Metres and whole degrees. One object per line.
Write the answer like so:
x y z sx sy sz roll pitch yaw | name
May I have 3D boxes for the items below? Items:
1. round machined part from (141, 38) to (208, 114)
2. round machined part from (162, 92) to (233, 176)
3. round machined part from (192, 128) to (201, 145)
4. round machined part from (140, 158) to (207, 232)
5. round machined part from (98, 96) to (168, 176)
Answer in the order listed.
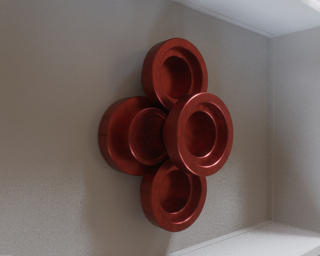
0.015 -0.065 0.407 0.099 0.042 0.097 0 90 -40 | round machined part
0.042 0.007 0.375 0.099 0.042 0.097 0 90 -40 | round machined part
0.055 0.013 0.441 0.099 0.042 0.097 0 90 -40 | round machined part
0.013 0.082 0.406 0.099 0.042 0.097 0 90 -40 | round machined part
-0.021 0.010 0.377 0.099 0.042 0.097 0 90 -40 | round machined part
